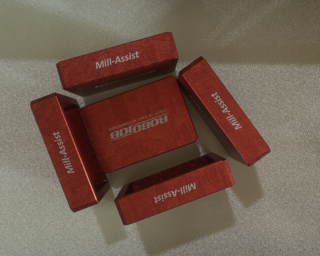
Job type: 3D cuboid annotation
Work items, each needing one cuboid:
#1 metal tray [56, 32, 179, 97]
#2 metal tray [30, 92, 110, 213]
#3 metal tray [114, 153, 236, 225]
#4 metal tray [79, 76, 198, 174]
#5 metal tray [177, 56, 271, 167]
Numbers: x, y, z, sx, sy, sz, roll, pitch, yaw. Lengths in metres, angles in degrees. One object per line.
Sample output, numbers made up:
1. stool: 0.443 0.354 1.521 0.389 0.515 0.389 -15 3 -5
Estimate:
1. metal tray: -0.046 -0.073 0.376 0.131 0.090 0.030 -16 90 -1
2. metal tray: -0.104 0.026 0.375 0.030 0.090 0.129 -21 90 0
3. metal tray: 0.016 0.069 0.377 0.131 0.090 0.030 -20 90 -1
4. metal tray: -0.027 -0.004 0.406 0.131 0.030 0.090 -20 90 -1
5. metal tray: 0.072 -0.019 0.378 0.030 0.090 0.130 -36 90 1
